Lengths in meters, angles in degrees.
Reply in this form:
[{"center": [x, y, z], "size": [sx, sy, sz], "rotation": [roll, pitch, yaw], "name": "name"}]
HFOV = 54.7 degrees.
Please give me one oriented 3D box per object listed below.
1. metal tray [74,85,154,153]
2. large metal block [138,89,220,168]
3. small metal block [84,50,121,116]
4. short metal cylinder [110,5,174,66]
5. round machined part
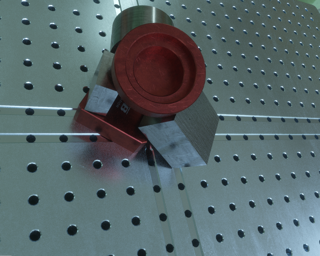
[{"center": [-0.041, -0.042, 0.410], "size": [0.090, 0.030, 0.130], "rotation": [30, 52, -9], "name": "metal tray"}, {"center": [0.028, -0.007, 0.390], "size": [0.080, 0.050, 0.080], "rotation": [52, 44, -32], "name": "large metal block"}, {"center": [-0.062, -0.050, 0.350], "size": [0.025, 0.050, 0.050], "rotation": [18, 55, -19], "name": "small metal block"}, {"center": [-0.021, -0.103, 0.387], "size": [0.081, 0.080, 0.050], "rotation": [13, 57, -22], "name": "short metal cylinder"}, {"center": [-0.004, -0.059, 0.337], "size": [0.099, 0.042, 0.097], "rotation": [3, 81, -17], "name": "round machined part"}]
